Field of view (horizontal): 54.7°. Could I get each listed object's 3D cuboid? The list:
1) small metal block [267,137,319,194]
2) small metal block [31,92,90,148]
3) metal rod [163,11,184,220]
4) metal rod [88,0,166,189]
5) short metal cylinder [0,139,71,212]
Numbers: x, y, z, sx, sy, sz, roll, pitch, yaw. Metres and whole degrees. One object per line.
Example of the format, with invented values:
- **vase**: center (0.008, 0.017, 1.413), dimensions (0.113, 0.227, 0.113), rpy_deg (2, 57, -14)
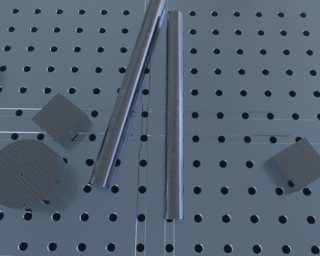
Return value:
- **small metal block**: center (0.176, 0.048, 0.395), dimensions (0.050, 0.025, 0.050), rpy_deg (-29, 73, -10)
- **small metal block**: center (-0.132, -0.011, 0.415), dimensions (0.050, 0.025, 0.050), rpy_deg (37, 74, 12)
- **metal rod**: center (0.020, -0.031, 0.422), dimensions (0.025, 0.025, 0.299), rpy_deg (1, 70, 0)
- **metal rod**: center (-0.040, -0.064, 0.434), dimensions (0.025, 0.025, 0.299), rpy_deg (14, 70, 5)
- **short metal cylinder**: center (-0.156, 0.059, 0.376), dimensions (0.081, 0.050, 0.080), rpy_deg (0, 70, 0)
